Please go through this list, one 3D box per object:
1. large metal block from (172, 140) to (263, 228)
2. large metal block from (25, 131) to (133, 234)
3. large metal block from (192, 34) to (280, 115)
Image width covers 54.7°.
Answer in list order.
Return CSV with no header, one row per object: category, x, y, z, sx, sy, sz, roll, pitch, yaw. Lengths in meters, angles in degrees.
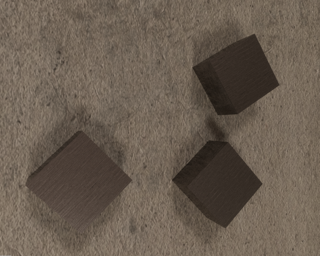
large metal block,0.078,0.074,0.426,0.080,0.050,0.080,-45,104,-15
large metal block,-0.094,0.060,0.362,0.080,0.050,0.080,-46,105,-14
large metal block,0.107,-0.073,0.437,0.080,0.050,0.080,-33,101,-17
